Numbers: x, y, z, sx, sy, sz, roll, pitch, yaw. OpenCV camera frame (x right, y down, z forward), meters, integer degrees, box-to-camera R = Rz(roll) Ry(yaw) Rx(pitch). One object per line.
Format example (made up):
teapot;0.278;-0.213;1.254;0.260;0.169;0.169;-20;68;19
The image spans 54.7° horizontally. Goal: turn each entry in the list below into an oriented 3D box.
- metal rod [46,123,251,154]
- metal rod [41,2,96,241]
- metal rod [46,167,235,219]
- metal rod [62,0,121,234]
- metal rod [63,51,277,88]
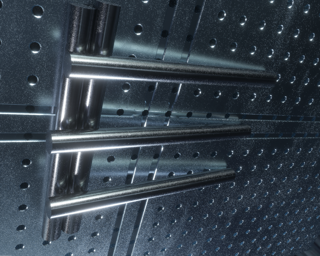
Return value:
metal rod;0.010;0.009;0.404;0.303;0.025;0.025;-2;120;-35
metal rod;-0.111;0.013;0.359;0.025;0.025;0.298;1;118;-29
metal rod;-0.005;0.086;0.445;0.303;0.025;0.025;-3;120;-34
metal rod;-0.087;0.007;0.368;0.025;0.025;0.298;1;118;-29
metal rod;0.038;-0.066;0.374;0.303;0.025;0.025;-3;120;-34
